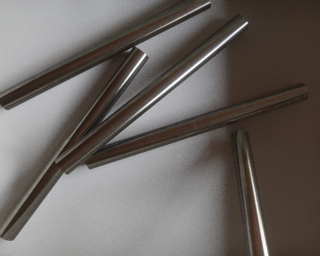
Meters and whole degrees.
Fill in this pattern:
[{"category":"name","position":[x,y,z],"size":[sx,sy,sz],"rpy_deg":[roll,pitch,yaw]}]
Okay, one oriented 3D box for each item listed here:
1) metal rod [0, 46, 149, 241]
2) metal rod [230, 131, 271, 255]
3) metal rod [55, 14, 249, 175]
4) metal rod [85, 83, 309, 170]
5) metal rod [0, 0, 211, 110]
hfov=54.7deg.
[{"category":"metal rod","position":[-0.114,0.020,0.409],"size":[0.025,0.025,0.299],"rpy_deg":[37,90,-1]},{"category":"metal rod","position":[0.104,0.132,0.327],"size":[0.025,0.025,0.300],"rpy_deg":[2,54,0]},{"category":"metal rod","position":[-0.006,-0.046,0.399],"size":[0.301,0.025,0.025],"rpy_deg":[-39,90,-5]},{"category":"metal rod","position":[0.048,-0.003,0.412],"size":[0.302,0.025,0.025],"rpy_deg":[-18,90,-1]},{"category":"metal rod","position":[-0.073,-0.103,0.410],"size":[0.301,0.025,0.025],"rpy_deg":[-27,90,-1]}]
